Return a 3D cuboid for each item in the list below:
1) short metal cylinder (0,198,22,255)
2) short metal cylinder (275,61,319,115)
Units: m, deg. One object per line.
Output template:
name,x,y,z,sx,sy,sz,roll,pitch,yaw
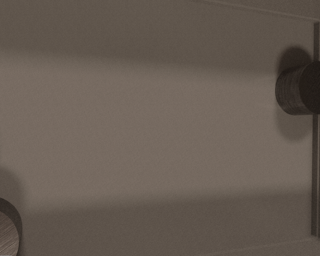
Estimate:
short metal cylinder,-0.191,0.116,0.327,0.081,0.050,0.079,0,90,-20
short metal cylinder,0.230,-0.060,0.484,0.081,0.050,0.079,0,90,-21
